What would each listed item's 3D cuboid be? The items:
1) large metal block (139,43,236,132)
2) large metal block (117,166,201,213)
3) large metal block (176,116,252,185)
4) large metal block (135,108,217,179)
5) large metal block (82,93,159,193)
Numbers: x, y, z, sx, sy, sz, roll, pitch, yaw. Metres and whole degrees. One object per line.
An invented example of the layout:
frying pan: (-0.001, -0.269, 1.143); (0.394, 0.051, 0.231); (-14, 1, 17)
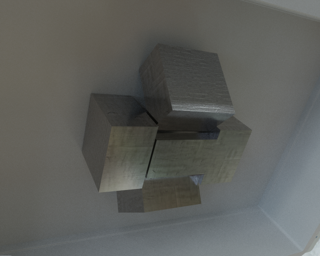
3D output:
large metal block: (0.029, -0.043, 0.353); (0.081, 0.080, 0.050); (1, 155, -29)
large metal block: (-0.005, 0.081, 0.410); (0.081, 0.080, 0.050); (0, 77, -30)
large metal block: (0.066, 0.018, 0.419); (0.050, 0.080, 0.079); (1, 118, -29)
large metal block: (0.009, 0.016, 0.386); (0.081, 0.080, 0.050); (1, 118, -29)
large metal block: (-0.050, 0.014, 0.353); (0.050, 0.080, 0.079); (1, 118, -29)
